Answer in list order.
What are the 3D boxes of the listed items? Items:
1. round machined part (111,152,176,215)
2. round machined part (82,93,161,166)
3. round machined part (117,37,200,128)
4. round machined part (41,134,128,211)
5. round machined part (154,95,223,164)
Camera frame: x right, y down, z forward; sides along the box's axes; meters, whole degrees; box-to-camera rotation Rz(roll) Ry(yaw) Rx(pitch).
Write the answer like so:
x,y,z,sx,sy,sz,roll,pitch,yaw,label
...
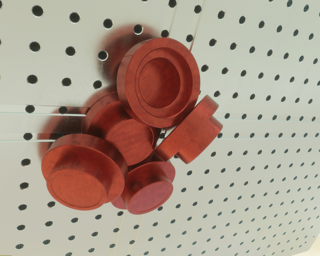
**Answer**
x,y,z,sx,sy,sz,roll,pitch,yaw,label
-0.021,0.081,0.424,0.099,0.042,0.097,-20,139,-18,round machined part
-0.042,0.008,0.382,0.099,0.042,0.097,-14,125,-21,round machined part
-0.005,-0.051,0.353,0.099,0.042,0.097,-6,101,-33,round machined part
-0.090,0.058,0.357,0.099,0.042,0.097,4,127,6,round machined part
0.041,0.007,0.391,0.042,0.098,0.098,43,95,2,round machined part
